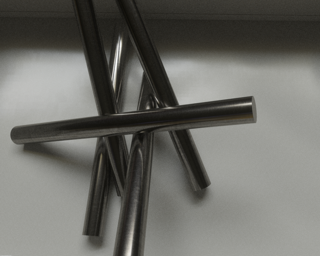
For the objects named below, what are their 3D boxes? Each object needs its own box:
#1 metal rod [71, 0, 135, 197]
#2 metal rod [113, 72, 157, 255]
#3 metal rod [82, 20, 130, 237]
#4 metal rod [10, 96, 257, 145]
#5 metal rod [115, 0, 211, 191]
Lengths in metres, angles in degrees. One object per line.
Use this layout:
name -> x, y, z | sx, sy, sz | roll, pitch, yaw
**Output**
metal rod -> -0.073, -0.065, 0.373 | 0.025, 0.025, 0.298 | -13, 93, -5
metal rod -> -0.020, 0.030, 0.332 | 0.025, 0.025, 0.300 | 3, 45, 1
metal rod -> -0.067, -0.014, 0.413 | 0.025, 0.025, 0.299 | 4, 70, 1
metal rod -> -0.050, -0.004, 0.344 | 0.300, 0.025, 0.025 | -6, 68, 25
metal rod -> -0.005, -0.065, 0.381 | 0.025, 0.025, 0.299 | -22, 92, -8
